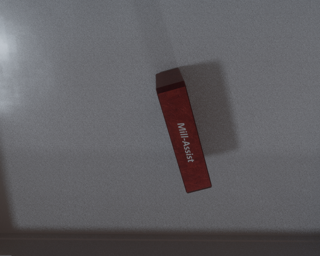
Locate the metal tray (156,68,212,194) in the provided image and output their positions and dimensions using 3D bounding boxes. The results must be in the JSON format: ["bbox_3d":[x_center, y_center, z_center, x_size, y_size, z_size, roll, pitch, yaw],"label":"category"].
[{"bbox_3d":[0.027,0.000,0.374,0.030,0.090,0.129,-15,110,5],"label":"metal tray"}]
